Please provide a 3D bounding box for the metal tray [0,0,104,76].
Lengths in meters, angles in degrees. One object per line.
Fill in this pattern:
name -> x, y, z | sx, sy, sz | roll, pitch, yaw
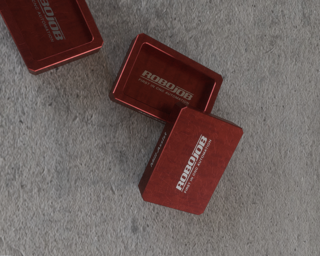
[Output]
metal tray -> -0.134, -0.137, 0.356 | 0.091, 0.030, 0.129 | -27, 99, -18

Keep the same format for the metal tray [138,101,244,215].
metal tray -> 0.038, 0.041, 0.400 | 0.091, 0.030, 0.129 | 20, 101, -19

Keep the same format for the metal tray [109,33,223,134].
metal tray -> 0.010, -0.054, 0.409 | 0.131, 0.030, 0.090 | 24, 82, -19
